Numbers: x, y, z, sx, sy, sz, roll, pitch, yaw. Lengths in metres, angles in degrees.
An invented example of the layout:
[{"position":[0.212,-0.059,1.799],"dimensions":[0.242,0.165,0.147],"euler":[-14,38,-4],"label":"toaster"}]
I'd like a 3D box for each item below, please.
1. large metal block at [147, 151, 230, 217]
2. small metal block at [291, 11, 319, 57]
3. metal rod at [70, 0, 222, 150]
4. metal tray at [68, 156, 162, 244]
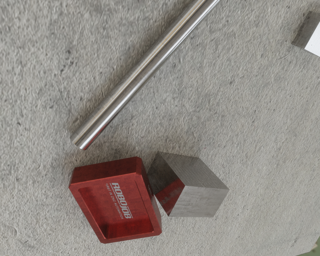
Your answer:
[{"position":[0.037,0.081,0.443],"dimensions":[0.081,0.080,0.050],"euler":[12,112,-34],"label":"large metal block"},{"position":[0.228,-0.135,0.451],"dimensions":[0.050,0.025,0.050],"euler":[11,113,-33],"label":"small metal block"},{"position":[0.005,-0.092,0.353],"dimensions":[0.300,0.025,0.025],"euler":[-47,130,5],"label":"metal rod"},{"position":[-0.054,0.101,0.416],"dimensions":[0.090,0.030,0.129],"euler":[-11,127,5],"label":"metal tray"}]
